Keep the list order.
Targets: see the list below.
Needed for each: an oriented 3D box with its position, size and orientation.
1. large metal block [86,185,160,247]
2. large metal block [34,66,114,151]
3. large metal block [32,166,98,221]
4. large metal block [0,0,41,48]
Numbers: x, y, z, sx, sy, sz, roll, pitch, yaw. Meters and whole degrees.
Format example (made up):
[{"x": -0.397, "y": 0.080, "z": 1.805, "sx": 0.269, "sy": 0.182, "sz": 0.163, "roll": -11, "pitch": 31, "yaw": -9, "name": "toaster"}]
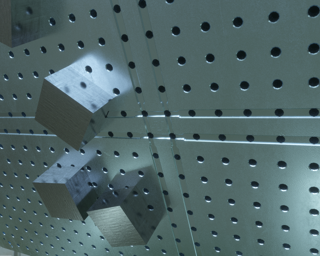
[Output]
[{"x": -0.061, "y": 0.150, "z": 0.521, "sx": 0.080, "sy": 0.050, "sz": 0.080, "roll": -20, "pitch": 108, "yaw": 35, "name": "large metal block"}, {"x": -0.124, "y": -0.028, "z": 0.444, "sx": 0.080, "sy": 0.050, "sz": 0.080, "roll": 35, "pitch": 129, "yaw": 4, "name": "large metal block"}, {"x": -0.166, "y": 0.115, "z": 0.555, "sx": 0.080, "sy": 0.050, "sz": 0.080, "roll": -4, "pitch": 116, "yaw": 30, "name": "large metal block"}, {"x": -0.205, "y": -0.163, "z": 0.404, "sx": 0.080, "sy": 0.050, "sz": 0.079, "roll": 28, "pitch": 128, "yaw": 10, "name": "large metal block"}]
